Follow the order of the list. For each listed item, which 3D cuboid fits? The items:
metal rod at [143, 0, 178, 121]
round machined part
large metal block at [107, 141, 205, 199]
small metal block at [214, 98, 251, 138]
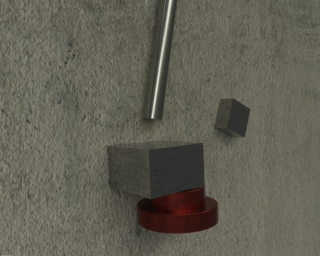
[{"bbox_3d":[0.009,-0.158,0.414,0.025,0.025,0.298,12,82,-40],"label":"metal rod"},{"bbox_3d":[0.021,0.090,0.377,0.099,0.098,0.042,-3,92,-40],"label":"round machined part"},{"bbox_3d":[-0.005,0.044,0.366,0.081,0.080,0.050,-4,93,-40],"label":"large metal block"},{"bbox_3d":[0.119,-0.016,0.508,0.050,0.025,0.050,24,75,-38],"label":"small metal block"}]
